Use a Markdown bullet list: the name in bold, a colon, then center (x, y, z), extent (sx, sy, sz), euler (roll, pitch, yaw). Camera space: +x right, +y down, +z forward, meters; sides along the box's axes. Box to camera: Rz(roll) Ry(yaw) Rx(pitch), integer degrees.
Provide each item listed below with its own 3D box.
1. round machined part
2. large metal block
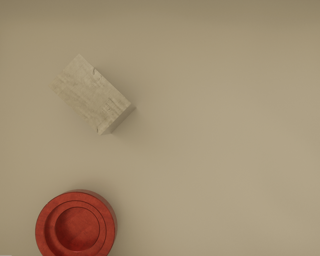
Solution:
- **round machined part**: center (-0.104, 0.128, 0.400), extent (0.099, 0.042, 0.097), euler (0, 88, 0)
- **large metal block**: center (-0.078, -0.037, 0.383), extent (0.080, 0.080, 0.050), euler (44, 90, -1)
